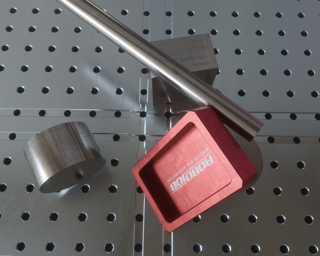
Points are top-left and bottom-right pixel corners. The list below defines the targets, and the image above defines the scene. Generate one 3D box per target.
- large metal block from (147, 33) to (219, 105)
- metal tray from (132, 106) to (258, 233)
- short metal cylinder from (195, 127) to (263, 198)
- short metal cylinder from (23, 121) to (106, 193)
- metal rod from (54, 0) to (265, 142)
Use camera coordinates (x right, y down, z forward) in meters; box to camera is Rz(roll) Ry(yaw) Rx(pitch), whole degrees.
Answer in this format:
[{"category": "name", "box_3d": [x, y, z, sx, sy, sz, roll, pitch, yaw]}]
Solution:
[{"category": "large metal block", "box_3d": [0.026, -0.075, 0.410, 0.081, 0.080, 0.050, -10, 71, -4]}, {"category": "metal tray", "box_3d": [0.031, 0.049, 0.343, 0.030, 0.129, 0.090, -15, 66, -46]}, {"category": "short metal cylinder", "box_3d": [0.080, 0.044, 0.383, 0.081, 0.050, 0.080, 0, 70, 0]}, {"category": "short metal cylinder", "box_3d": [-0.112, 0.035, 0.368, 0.080, 0.080, 0.050, -27, 73, -10]}, {"category": "metal rod", "box_3d": [-0.014, -0.084, 0.357, 0.300, 0.025, 0.025, 38, 74, 12]}]
